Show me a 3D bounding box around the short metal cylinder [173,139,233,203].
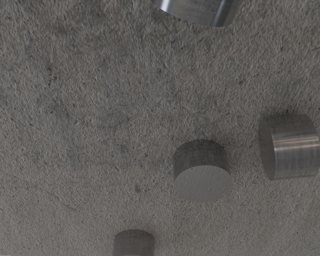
[{"bbox_3d":[0.059,0.062,0.444,0.081,0.050,0.079,0,130,0],"label":"short metal cylinder"}]

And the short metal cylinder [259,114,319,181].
[{"bbox_3d":[0.161,0.025,0.393,0.050,0.080,0.080,-7,130,6],"label":"short metal cylinder"}]

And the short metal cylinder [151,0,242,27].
[{"bbox_3d":[0.034,-0.128,0.262,0.081,0.080,0.050,12,129,-10],"label":"short metal cylinder"}]

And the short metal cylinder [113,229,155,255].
[{"bbox_3d":[-0.050,0.238,0.593,0.081,0.050,0.079,0,130,0],"label":"short metal cylinder"}]
